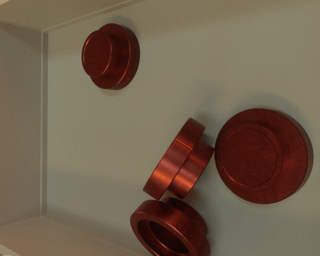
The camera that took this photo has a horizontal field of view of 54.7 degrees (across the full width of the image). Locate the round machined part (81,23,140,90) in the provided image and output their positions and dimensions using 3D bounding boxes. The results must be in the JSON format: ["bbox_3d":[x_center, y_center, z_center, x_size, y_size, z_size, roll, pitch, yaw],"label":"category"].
[{"bbox_3d":[-0.080,-0.107,0.462,0.098,0.042,0.097,0,90,40],"label":"round machined part"}]

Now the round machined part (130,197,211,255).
[{"bbox_3d":[0.016,0.120,0.363,0.098,0.042,0.097,25,138,25],"label":"round machined part"}]

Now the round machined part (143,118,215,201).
[{"bbox_3d":[0.025,0.040,0.346,0.042,0.098,0.097,33,113,5],"label":"round machined part"}]

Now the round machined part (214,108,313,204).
[{"bbox_3d":[0.098,0.029,0.315,0.098,0.042,0.097,0,90,40],"label":"round machined part"}]
